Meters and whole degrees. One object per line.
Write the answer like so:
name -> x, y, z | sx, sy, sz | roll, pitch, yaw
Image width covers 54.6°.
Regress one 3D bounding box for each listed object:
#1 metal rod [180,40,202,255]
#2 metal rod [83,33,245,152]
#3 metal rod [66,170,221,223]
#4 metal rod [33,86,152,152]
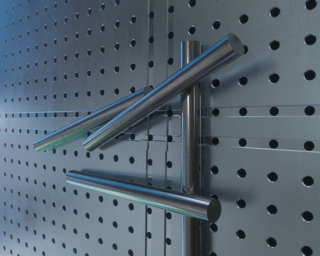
metal rod -> 0.038, 0.046, 0.378 | 0.025, 0.025, 0.298 | 0, 90, 40
metal rod -> -0.020, -0.027, 0.403 | 0.299, 0.025, 0.025 | -30, 71, 43
metal rod -> -0.048, 0.085, 0.429 | 0.299, 0.025, 0.025 | 0, 90, 46
metal rod -> -0.125, -0.005, 0.513 | 0.299, 0.025, 0.025 | -20, 77, 38
